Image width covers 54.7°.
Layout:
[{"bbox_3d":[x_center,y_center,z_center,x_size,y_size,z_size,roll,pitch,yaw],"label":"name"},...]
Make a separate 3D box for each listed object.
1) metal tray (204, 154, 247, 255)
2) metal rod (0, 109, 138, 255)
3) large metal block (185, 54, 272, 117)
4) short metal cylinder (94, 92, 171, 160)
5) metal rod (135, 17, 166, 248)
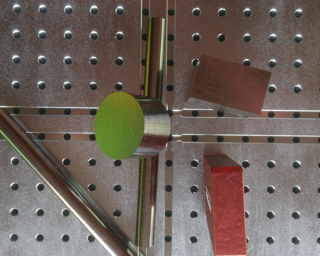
[{"bbox_3d":[0.071,0.081,0.360,0.030,0.130,0.089,-3,90,5],"label":"metal tray"},{"bbox_3d":[-0.116,0.094,0.412,0.025,0.025,0.300,-42,90,0],"label":"metal rod"},{"bbox_3d":[0.080,-0.049,0.386,0.080,0.080,0.050,14,90,0],"label":"large metal block"},{"bbox_3d":[-0.034,-0.002,0.382,0.080,0.050,0.080,-2,87,36],"label":"short metal cylinder"},{"bbox_3d":[-0.012,0.006,0.413,0.025,0.025,0.298,3,90,0],"label":"metal rod"}]
